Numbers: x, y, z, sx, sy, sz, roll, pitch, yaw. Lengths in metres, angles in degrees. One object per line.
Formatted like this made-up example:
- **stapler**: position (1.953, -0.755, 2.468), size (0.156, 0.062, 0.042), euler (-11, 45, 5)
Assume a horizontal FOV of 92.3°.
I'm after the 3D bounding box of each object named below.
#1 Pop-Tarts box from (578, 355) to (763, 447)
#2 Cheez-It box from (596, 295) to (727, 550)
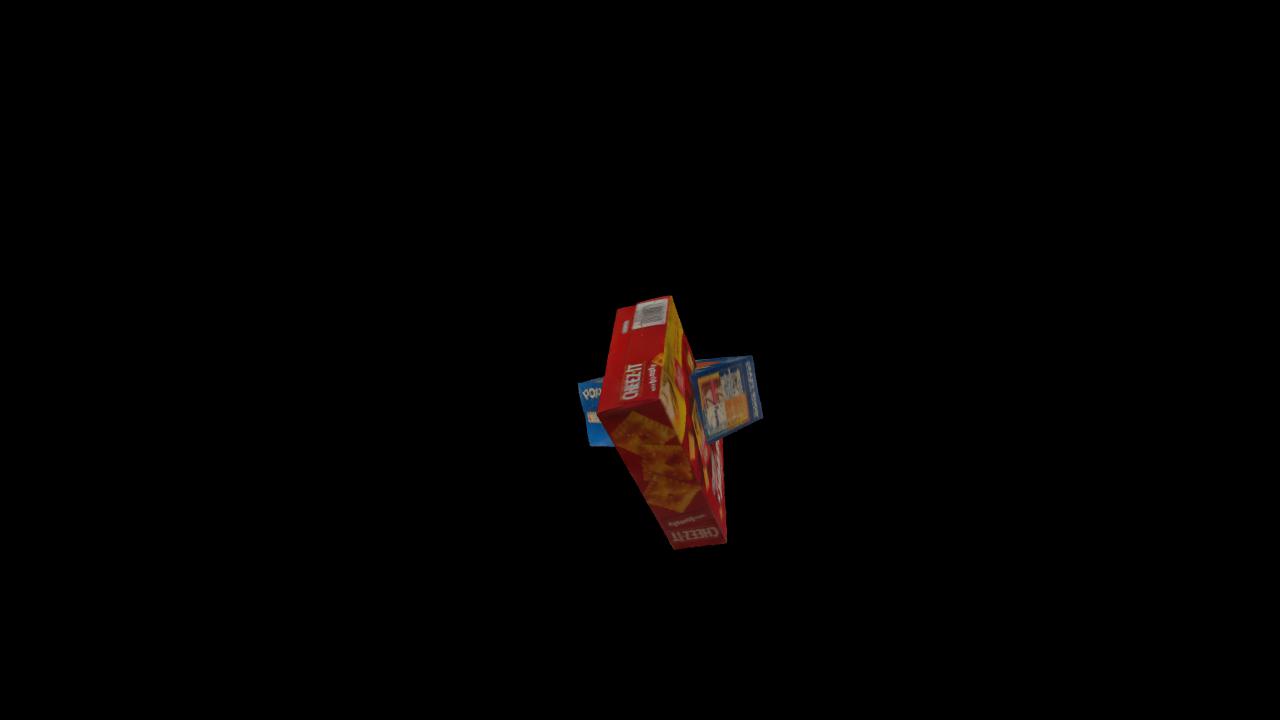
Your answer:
- **Pop-Tarts box**: position (0.037, 0.049, 0.741), size (0.167, 0.083, 0.141), euler (-4, 6, 40)
- **Cheez-It box**: position (0.033, 0.069, 0.658), size (0.071, 0.223, 0.166), euler (-13, 37, 16)
